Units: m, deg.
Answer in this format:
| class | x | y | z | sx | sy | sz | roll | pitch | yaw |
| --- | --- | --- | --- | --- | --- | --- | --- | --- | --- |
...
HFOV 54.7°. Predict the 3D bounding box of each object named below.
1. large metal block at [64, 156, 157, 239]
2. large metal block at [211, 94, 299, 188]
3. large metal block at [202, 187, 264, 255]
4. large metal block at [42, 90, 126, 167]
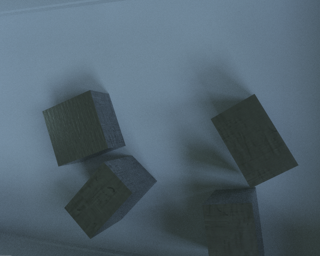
| class | x | y | z | sx | sy | sz | roll | pitch | yaw |
| --- | --- | --- | --- | --- | --- | --- | --- | --- | --- |
| large metal block | -0.061 | 0.085 | 0.402 | 0.050 | 0.080 | 0.080 | 45 | 104 | 14 |
| large metal block | 0.105 | 0.013 | 0.344 | 0.050 | 0.080 | 0.080 | -31 | 80 | 17 |
| large metal block | 0.086 | 0.116 | 0.351 | 0.050 | 0.080 | 0.080 | -8 | 88 | 19 |
| large metal block | -0.105 | 0.001 | 0.433 | 0.080 | 0.050 | 0.080 | -21 | 83 | 18 |
